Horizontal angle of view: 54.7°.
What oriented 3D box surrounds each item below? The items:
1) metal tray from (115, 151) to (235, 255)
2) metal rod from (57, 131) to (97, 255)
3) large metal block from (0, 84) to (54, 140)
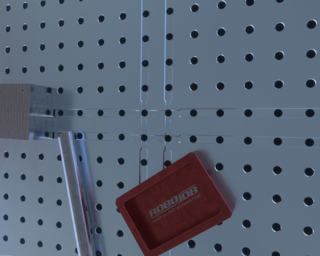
[{"bbox_3d":[0.017,0.100,0.403,0.130,0.030,0.090,-34,79,16],"label":"metal tray"},{"bbox_3d":[-0.111,0.153,0.450,0.025,0.025,0.298,-12,86,19],"label":"metal rod"},{"bbox_3d":[-0.213,-0.025,0.472,0.080,0.050,0.079,3,91,19],"label":"large metal block"}]
